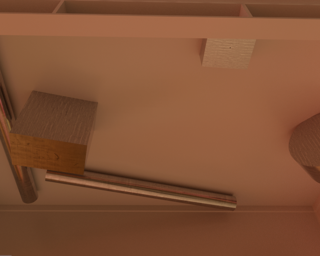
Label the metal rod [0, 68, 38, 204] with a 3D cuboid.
[{"bbox_3d":[-0.200,-0.001,0.404,0.025,0.025,0.298,3,130,-3],"label":"metal rod"}]

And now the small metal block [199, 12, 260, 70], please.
[{"bbox_3d":[0.073,-0.092,0.332,0.050,0.025,0.050,3,130,-4],"label":"small metal block"}]

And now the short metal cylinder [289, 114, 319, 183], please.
[{"bbox_3d":[0.217,0.027,0.400,0.080,0.080,0.050,-35,122,25],"label":"short metal cylinder"}]

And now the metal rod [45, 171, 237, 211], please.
[{"bbox_3d":[-0.023,0.097,0.491,0.302,0.025,0.025,12,129,-11],"label":"metal rod"}]

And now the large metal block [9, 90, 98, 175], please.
[{"bbox_3d":[-0.124,0.004,0.375,0.081,0.080,0.050,10,129,-9],"label":"large metal block"}]
